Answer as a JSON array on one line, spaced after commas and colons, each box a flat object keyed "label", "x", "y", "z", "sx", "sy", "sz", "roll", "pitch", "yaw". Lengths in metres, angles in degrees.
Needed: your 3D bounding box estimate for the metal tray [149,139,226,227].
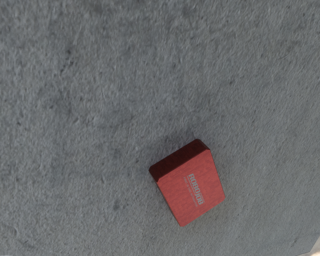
[{"label": "metal tray", "x": 0.047, "y": 0.089, "z": 0.486, "sx": 0.090, "sy": 0.030, "sz": 0.130, "roll": -31, "pitch": 129, "yaw": -9}]
